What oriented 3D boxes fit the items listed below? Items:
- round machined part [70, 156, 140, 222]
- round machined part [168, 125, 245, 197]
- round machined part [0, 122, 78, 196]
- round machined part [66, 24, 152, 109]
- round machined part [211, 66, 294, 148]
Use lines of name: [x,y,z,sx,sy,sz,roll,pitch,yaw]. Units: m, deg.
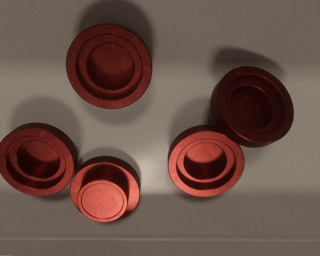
round machined part: [-0.078,0.092,0.435,0.099,0.042,0.097,0,110,-1]
round machined part: [0.059,0.040,0.417,0.099,0.042,0.097,0,113,0]
round machined part: [-0.159,0.038,0.414,0.099,0.042,0.097,0,110,-1]
round machined part: [-0.058,-0.075,0.374,0.099,0.042,0.097,0,110,-1]
round machined part: [0.107,-0.022,0.378,0.099,0.042,0.098,5,70,-13]
